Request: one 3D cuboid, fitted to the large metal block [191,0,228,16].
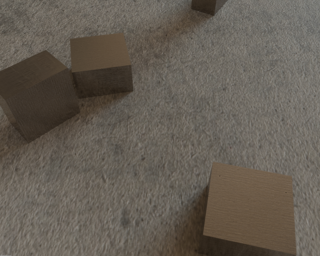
[{"bbox_3d":[0.105,-0.281,0.605,0.050,0.080,0.080,24,54,18],"label":"large metal block"}]

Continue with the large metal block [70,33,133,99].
[{"bbox_3d":[-0.088,-0.095,0.466,0.081,0.050,0.080,-9,51,-8],"label":"large metal block"}]

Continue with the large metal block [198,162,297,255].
[{"bbox_3d":[0.086,0.088,0.314,0.080,0.050,0.080,10,51,8],"label":"large metal block"}]

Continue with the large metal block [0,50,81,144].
[{"bbox_3d":[-0.158,-0.040,0.399,0.080,0.080,0.050,-37,59,-27],"label":"large metal block"}]
